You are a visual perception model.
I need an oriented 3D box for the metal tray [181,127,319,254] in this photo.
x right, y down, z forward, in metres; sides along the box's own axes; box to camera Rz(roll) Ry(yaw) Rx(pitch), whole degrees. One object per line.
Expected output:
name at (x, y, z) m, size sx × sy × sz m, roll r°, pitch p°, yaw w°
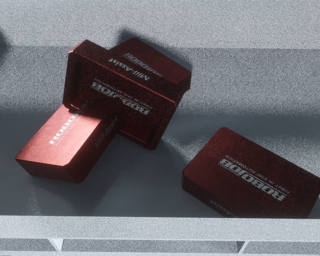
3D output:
metal tray at (0.101, 0.063, 0.349) m, size 0.130 × 0.030 × 0.090 m, roll 31°, pitch 56°, yaw 23°

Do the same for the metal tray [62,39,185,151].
metal tray at (-0.047, -0.036, 0.369) m, size 0.130 × 0.089 × 0.030 m, roll 27°, pitch 46°, yaw 1°

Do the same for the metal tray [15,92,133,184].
metal tray at (-0.099, 0.002, 0.378) m, size 0.090 × 0.030 × 0.130 m, roll 3°, pitch 46°, yaw 32°

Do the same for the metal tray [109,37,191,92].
metal tray at (-0.029, -0.082, 0.471) m, size 0.091 × 0.030 × 0.130 m, roll -37°, pitch 59°, yaw -27°
